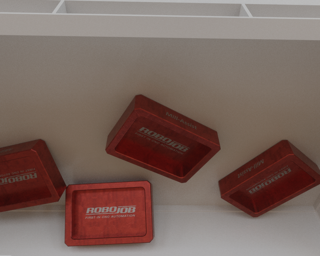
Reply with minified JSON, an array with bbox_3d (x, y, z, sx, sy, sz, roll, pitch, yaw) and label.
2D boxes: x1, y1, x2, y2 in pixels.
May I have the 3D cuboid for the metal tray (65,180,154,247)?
[{"bbox_3d":[-0.076,0.130,0.475,0.131,0.090,0.030,-3,167,2],"label":"metal tray"}]

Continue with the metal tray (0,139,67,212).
[{"bbox_3d":[-0.215,0.073,0.449,0.131,0.030,0.089,-12,114,9],"label":"metal tray"}]

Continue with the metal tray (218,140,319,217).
[{"bbox_3d":[0.168,0.083,0.478,0.090,0.030,0.130,34,122,-26],"label":"metal tray"}]

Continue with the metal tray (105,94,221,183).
[{"bbox_3d":[0.004,0.020,0.422,0.131,0.030,0.089,25,126,-20],"label":"metal tray"}]
